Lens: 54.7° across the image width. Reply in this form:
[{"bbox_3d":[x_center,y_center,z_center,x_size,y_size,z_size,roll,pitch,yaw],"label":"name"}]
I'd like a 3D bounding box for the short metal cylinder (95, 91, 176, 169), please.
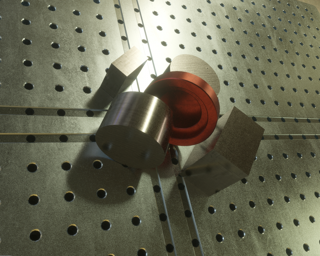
[{"bbox_3d":[-0.027,0.004,0.357,0.080,0.080,0.050,28,52,-12],"label":"short metal cylinder"}]

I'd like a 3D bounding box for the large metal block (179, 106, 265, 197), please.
[{"bbox_3d":[0.080,0.031,0.399,0.050,0.080,0.080,37,51,-4],"label":"large metal block"}]

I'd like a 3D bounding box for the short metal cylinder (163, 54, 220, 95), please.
[{"bbox_3d":[0.040,-0.060,0.451,0.081,0.050,0.080,14,56,-21],"label":"short metal cylinder"}]

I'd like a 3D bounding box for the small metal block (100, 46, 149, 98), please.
[{"bbox_3d":[-0.048,-0.074,0.413,0.025,0.050,0.050,41,51,-1],"label":"small metal block"}]

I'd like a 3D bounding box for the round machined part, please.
[{"bbox_3d":[0.027,-0.028,0.395,0.098,0.097,0.042,36,39,-5],"label":"round machined part"}]
